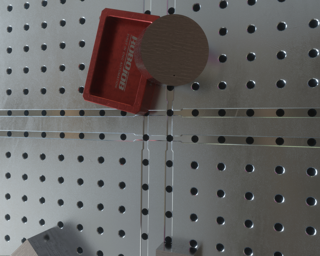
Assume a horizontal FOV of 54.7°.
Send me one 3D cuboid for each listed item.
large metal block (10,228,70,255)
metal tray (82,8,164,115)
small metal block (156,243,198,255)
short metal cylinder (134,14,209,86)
[{"bbox_3d":[-0.183,0.214,0.464,0.080,0.050,0.080,-44,77,15],"label":"large metal block"},{"bbox_3d":[-0.048,-0.091,0.426,0.090,0.030,0.129,16,95,19],"label":"metal tray"},{"bbox_3d":[0.022,0.183,0.405,0.050,0.025,0.050,2,91,20],"label":"small metal block"},{"bbox_3d":[0.012,-0.092,0.375,0.081,0.050,0.079,-2,99,-14],"label":"short metal cylinder"}]
